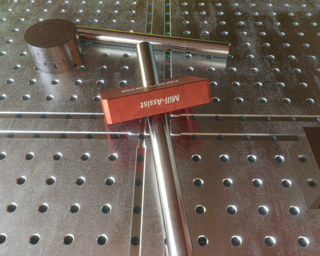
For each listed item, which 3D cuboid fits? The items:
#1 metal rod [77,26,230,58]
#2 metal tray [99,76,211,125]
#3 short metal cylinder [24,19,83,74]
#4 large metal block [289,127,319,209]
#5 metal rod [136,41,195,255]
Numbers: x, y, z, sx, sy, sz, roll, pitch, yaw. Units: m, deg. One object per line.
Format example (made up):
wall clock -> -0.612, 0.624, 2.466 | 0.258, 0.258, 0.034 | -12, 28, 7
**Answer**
metal rod -> -0.034, -0.151, 0.533 | 0.302, 0.025, 0.025 | 8, 51, 6
metal tray -> -0.010, -0.041, 0.407 | 0.131, 0.030, 0.090 | -13, 15, -11
short metal cylinder -> -0.170, -0.133, 0.501 | 0.081, 0.050, 0.080 | 0, 50, 0
large metal block -> 0.207, 0.045, 0.356 | 0.081, 0.050, 0.080 | 0, 50, 0
metal rod -> 0.000, 0.007, 0.377 | 0.025, 0.025, 0.299 | -7, 58, -6
